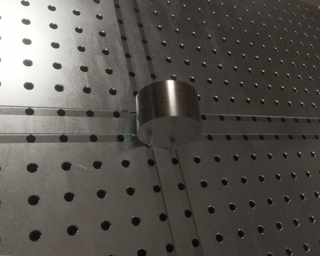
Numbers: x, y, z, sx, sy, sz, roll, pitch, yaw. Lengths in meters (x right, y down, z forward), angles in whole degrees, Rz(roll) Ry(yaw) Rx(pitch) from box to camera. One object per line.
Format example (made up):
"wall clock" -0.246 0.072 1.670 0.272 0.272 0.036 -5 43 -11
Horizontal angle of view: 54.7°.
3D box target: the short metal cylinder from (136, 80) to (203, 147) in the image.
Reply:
"short metal cylinder" 0.010 -0.015 0.389 0.081 0.080 0.050 10 58 -24
